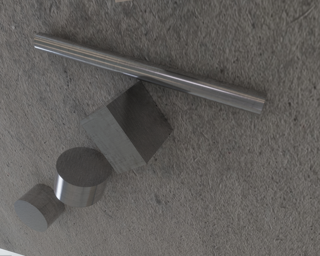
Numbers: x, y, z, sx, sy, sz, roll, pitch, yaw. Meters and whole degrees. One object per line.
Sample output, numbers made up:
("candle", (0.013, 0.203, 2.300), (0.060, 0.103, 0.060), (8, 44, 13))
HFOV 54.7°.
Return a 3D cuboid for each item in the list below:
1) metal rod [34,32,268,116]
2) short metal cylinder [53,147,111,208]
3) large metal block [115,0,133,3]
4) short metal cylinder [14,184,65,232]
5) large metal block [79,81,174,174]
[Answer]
("metal rod", (-0.025, -0.071, 0.375), (0.301, 0.025, 0.025), (19, 126, 17))
("short metal cylinder", (-0.122, 0.075, 0.482), (0.080, 0.080, 0.050), (29, 128, 10))
("large metal block", (-0.007, -0.163, 0.274), (0.050, 0.080, 0.079), (3, 120, 27))
("short metal cylinder", (-0.238, 0.158, 0.614), (0.080, 0.050, 0.079), (13, 124, 21))
("large metal block", (-0.039, -0.002, 0.390), (0.050, 0.080, 0.080), (-24, 105, 36))
